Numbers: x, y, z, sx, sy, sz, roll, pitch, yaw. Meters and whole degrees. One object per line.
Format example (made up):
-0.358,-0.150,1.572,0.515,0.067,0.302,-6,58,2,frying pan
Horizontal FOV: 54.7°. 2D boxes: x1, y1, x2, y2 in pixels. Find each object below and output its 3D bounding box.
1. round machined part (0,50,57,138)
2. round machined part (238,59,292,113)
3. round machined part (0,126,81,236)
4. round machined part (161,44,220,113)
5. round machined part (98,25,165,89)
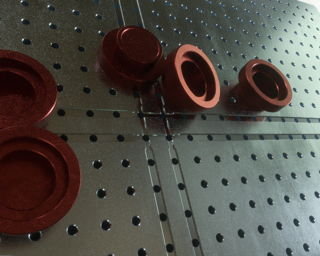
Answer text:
-0.164,-0.032,0.329,0.099,0.042,0.098,14,56,-21,round machined part
0.175,-0.068,0.536,0.099,0.042,0.098,14,56,-21,round machined part
-0.129,0.051,0.292,0.099,0.042,0.098,12,64,-26,round machined part
0.041,-0.068,0.449,0.099,0.042,0.098,21,59,-40,round machined part
-0.036,-0.108,0.445,0.099,0.042,0.098,14,56,-21,round machined part
